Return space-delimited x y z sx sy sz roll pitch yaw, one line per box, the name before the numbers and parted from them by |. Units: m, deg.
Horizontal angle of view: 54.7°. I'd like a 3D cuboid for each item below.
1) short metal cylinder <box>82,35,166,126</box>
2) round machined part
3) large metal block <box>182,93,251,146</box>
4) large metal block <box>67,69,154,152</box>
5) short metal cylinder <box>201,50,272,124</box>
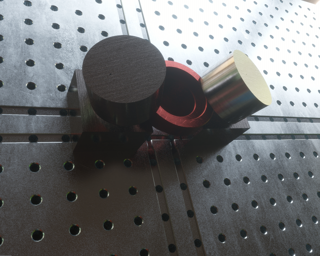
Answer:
short metal cylinder | -0.036 -0.048 0.321 0.081 0.050 0.080 2 65 -4
round machined part | 0.014 -0.033 0.387 0.099 0.042 0.098 14 56 -21
large metal block | 0.070 -0.023 0.443 0.081 0.050 0.080 -1 62 -29
large metal block | -0.062 -0.019 0.370 0.081 0.050 0.080 1 62 -28
short metal cylinder | 0.097 -0.052 0.395 0.080 0.050 0.080 31 42 -33
